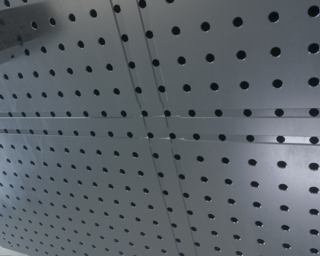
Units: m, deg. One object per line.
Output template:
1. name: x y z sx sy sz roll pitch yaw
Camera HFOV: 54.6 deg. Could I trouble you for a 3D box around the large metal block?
1. large metal block: -0.246 -0.117 0.434 0.080 0.080 0.050 -21 107 36
